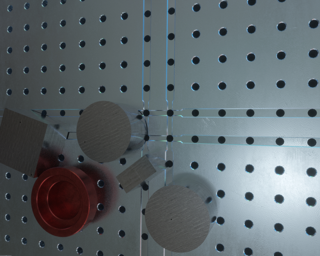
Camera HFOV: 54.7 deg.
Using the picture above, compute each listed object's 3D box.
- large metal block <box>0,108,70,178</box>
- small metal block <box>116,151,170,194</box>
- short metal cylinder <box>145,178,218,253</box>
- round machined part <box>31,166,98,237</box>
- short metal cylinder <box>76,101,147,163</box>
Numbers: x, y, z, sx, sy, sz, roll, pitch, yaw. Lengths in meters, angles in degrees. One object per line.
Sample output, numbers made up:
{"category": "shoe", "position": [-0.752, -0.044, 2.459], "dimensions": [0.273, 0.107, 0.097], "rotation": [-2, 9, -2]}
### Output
{"category": "large metal block", "position": [-0.194, 0.020, 0.468], "dimensions": [0.080, 0.050, 0.080], "rotation": [19, 96, 19]}
{"category": "small metal block", "position": [-0.021, 0.057, 0.407], "dimensions": [0.050, 0.050, 0.025], "rotation": [-38, 78, 16]}
{"category": "short metal cylinder", "position": [0.028, 0.107, 0.389], "dimensions": [0.080, 0.050, 0.080], "rotation": [0, 90, 20]}
{"category": "round machined part", "position": [-0.133, 0.103, 0.451], "dimensions": [0.098, 0.042, 0.097], "rotation": [0, 90, 20]}
{"category": "short metal cylinder", "position": [-0.065, 0.005, 0.422], "dimensions": [0.080, 0.050, 0.080], "rotation": [0, 90, 20]}
